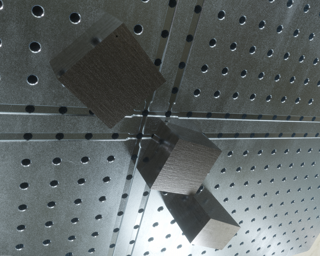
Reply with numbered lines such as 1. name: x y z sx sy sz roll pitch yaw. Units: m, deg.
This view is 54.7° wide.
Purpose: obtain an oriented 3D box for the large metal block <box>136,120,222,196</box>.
1. large metal block: 0.026 0.045 0.439 0.081 0.050 0.080 17 109 -35

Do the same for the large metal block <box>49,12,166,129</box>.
1. large metal block: -0.054 -0.060 0.329 0.080 0.050 0.080 -41 130 0

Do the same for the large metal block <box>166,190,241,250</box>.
1. large metal block: 0.070 0.146 0.507 0.080 0.080 0.050 27 103 -38
